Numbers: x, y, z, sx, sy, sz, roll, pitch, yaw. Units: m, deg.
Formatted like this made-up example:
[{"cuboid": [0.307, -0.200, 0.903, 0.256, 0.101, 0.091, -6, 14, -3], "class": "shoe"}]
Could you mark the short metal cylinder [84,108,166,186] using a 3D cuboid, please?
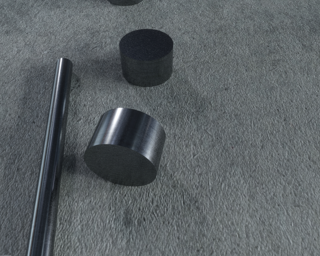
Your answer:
[{"cuboid": [-0.038, 0.023, 0.348, 0.080, 0.080, 0.050, 9, 51, 7], "class": "short metal cylinder"}]

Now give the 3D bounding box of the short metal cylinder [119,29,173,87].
[{"cuboid": [-0.020, -0.109, 0.478, 0.081, 0.050, 0.080, 0, 50, 0], "class": "short metal cylinder"}]

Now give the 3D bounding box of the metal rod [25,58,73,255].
[{"cuboid": [-0.133, 0.014, 0.390, 0.025, 0.025, 0.300, -5, 50, -4], "class": "metal rod"}]

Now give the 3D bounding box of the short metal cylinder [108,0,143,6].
[{"cuboid": [-0.072, -0.293, 0.633, 0.081, 0.050, 0.080, 0, 50, 0], "class": "short metal cylinder"}]
